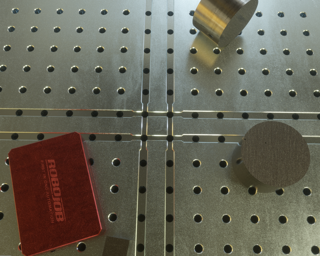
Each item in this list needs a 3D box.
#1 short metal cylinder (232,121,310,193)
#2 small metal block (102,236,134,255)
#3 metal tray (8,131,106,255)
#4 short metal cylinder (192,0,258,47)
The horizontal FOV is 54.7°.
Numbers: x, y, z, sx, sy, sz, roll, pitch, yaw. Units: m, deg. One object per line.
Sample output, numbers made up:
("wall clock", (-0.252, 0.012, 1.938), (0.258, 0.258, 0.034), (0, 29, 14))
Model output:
("short metal cylinder", (0.135, 0.037, 0.386), (0.081, 0.050, 0.080), (0, 70, 0))
("small metal block", (-0.049, 0.148, 0.344), (0.025, 0.050, 0.050), (9, 70, 3))
("metal tray", (-0.127, 0.078, 0.380), (0.091, 0.030, 0.130), (-16, 71, -6))
("short metal cylinder", (0.093, -0.163, 0.443), (0.080, 0.080, 0.050), (-42, 76, -14))
